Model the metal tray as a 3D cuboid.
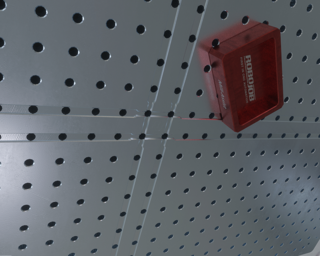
[{"bbox_3d":[0.125,-0.066,0.433,0.090,0.030,0.130,-28,128,-10],"label":"metal tray"}]
